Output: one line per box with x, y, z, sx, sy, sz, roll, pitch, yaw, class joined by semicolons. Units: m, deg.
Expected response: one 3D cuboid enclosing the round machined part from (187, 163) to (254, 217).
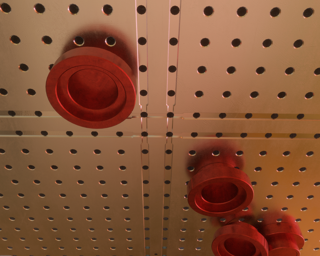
0.090;0.091;0.479;0.099;0.042;0.097;0;130;0;round machined part

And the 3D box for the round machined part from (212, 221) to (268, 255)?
0.147;0.210;0.568;0.098;0.042;0.097;10;124;15;round machined part

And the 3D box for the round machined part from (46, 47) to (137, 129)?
-0.076;-0.049;0.358;0.099;0.042;0.097;0;130;0;round machined part

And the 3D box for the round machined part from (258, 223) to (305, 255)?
0.227;0.227;0.595;0.099;0.042;0.097;0;130;0;round machined part
